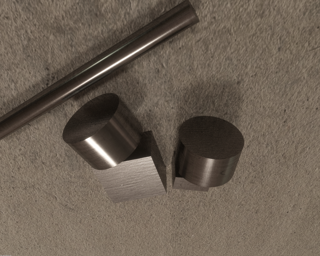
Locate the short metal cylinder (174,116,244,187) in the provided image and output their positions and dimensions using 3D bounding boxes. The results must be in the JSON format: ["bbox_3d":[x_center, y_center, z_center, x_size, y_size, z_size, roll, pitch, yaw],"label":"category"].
[{"bbox_3d":[0.061,0.029,0.397,0.081,0.080,0.050,3,130,-4],"label":"short metal cylinder"}]

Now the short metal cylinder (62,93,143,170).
[{"bbox_3d":[-0.068,0.003,0.373,0.080,0.080,0.050,-24,126,18],"label":"short metal cylinder"}]

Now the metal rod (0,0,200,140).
[{"bbox_3d":[-0.093,-0.055,0.358,0.300,0.025,0.025,-26,126,20],"label":"metal rod"}]

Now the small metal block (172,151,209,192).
[{"bbox_3d":[0.044,0.062,0.444,0.050,0.050,0.025,6,130,-5],"label":"small metal block"}]

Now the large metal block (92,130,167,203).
[{"bbox_3d":[-0.040,0.057,0.439,0.080,0.050,0.080,-12,129,9],"label":"large metal block"}]
